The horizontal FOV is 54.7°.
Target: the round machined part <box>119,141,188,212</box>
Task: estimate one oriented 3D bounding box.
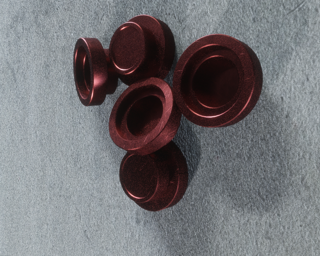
[{"bbox_3d":[-0.015,0.060,0.405,0.098,0.042,0.097,0,90,39],"label":"round machined part"}]

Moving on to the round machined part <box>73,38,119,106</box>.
[{"bbox_3d":[-0.093,-0.082,0.456,0.098,0.042,0.097,22,116,57],"label":"round machined part"}]

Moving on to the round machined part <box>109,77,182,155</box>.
[{"bbox_3d":[-0.014,-0.012,0.391,0.098,0.042,0.098,-17,58,29],"label":"round machined part"}]

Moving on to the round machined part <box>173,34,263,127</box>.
[{"bbox_3d":[0.065,-0.049,0.340,0.098,0.042,0.097,0,90,39],"label":"round machined part"}]

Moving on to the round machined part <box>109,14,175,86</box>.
[{"bbox_3d":[-0.031,-0.104,0.418,0.098,0.042,0.097,0,90,39],"label":"round machined part"}]
